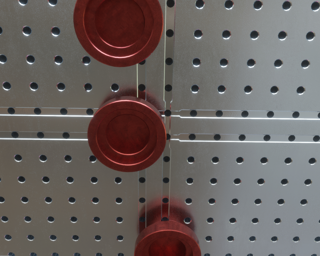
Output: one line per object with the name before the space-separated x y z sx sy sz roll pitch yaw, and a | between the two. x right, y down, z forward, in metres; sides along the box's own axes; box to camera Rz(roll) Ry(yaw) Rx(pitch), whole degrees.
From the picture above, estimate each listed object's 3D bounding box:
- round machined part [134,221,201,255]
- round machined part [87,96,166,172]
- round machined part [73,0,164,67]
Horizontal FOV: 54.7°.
round machined part | 0.011 0.182 0.472 0.099 0.042 0.097 0 110 -1
round machined part | -0.041 0.005 0.406 0.099 0.042 0.097 0 110 -1
round machined part | -0.045 -0.123 0.359 0.099 0.042 0.097 0 110 -1
